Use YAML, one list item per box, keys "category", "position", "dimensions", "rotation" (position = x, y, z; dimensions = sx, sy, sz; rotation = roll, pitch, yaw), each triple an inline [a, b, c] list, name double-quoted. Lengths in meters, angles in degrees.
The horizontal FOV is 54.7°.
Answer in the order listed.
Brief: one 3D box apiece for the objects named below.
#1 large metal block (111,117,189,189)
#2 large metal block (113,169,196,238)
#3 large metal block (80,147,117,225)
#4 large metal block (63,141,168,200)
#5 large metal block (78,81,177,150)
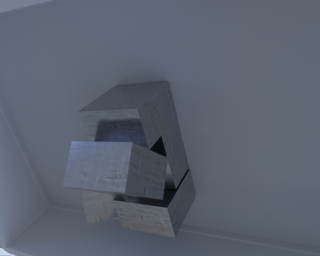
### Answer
- category: "large metal block"
  position: [-0.014, 0.032, 0.419]
  dimensions: [0.080, 0.050, 0.080]
  rotation: [-1, 118, 28]
- category: "large metal block"
  position: [-0.005, 0.098, 0.432]
  dimensions: [0.080, 0.080, 0.050]
  rotation: [1, 119, 27]
- category: "large metal block"
  position: [-0.092, 0.079, 0.456]
  dimensions: [0.050, 0.080, 0.079]
  rotation: [-11, 123, -15]
- category: "large metal block"
  position: [-0.047, 0.049, 0.352]
  dimensions: [0.080, 0.080, 0.050]
  rotation: [-1, 73, 28]
- category: "large metal block"
  position: [-0.036, -0.016, 0.378]
  dimensions: [0.080, 0.080, 0.050]
  rotation: [-1, 118, 28]
